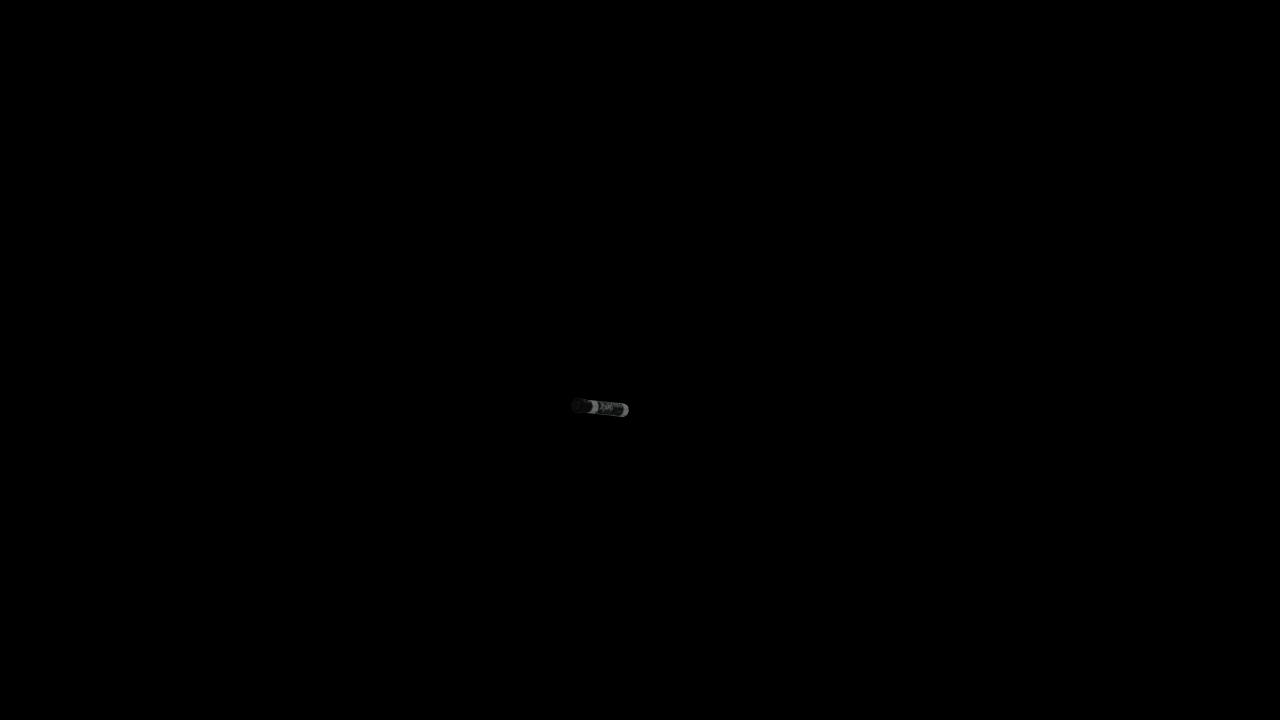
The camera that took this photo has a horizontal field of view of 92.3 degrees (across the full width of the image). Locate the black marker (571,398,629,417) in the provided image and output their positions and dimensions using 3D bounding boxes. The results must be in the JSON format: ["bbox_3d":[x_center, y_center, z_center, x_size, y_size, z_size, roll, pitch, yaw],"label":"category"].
[{"bbox_3d":[-0.051,0.062,0.796,0.020,0.020,0.121,0,-7,27],"label":"black marker"}]
